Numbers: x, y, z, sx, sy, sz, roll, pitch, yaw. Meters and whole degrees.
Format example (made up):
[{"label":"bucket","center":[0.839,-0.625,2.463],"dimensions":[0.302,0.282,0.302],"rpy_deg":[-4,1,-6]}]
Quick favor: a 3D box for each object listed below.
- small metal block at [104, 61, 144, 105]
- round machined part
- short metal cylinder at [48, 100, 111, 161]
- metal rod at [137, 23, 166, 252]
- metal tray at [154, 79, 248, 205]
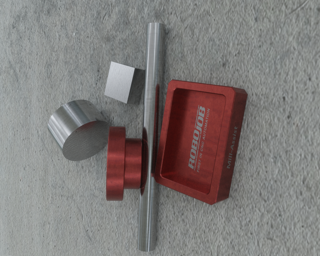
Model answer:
[{"label":"small metal block","center":[-0.050,-0.065,0.446],"dimensions":[0.050,0.025,0.050],"rpy_deg":[23,105,37]},{"label":"round machined part","center":[-0.047,0.047,0.411],"dimensions":[0.098,0.042,0.097],"rpy_deg":[-176,89,-82]},{"label":"short metal cylinder","center":[-0.120,0.004,0.468],"dimensions":[0.050,0.081,0.080],"rpy_deg":[47,118,29]},{"label":"metal rod","center":[-0.012,0.013,0.414],"dimensions":[0.025,0.025,0.298],"rpy_deg":[4,93,40]},{"label":"metal tray","center":[0.044,0.013,0.364],"dimensions":[0.090,0.030,0.129],"rpy_deg":[14,99,39]}]
